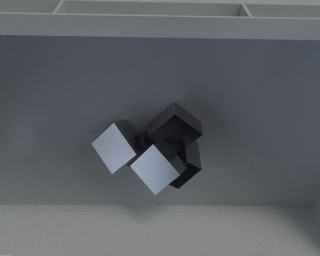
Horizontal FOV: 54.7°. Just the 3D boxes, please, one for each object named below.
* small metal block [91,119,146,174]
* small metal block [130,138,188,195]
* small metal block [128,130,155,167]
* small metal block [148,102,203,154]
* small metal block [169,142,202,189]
[{"bbox_3d":[-0.055,0.025,0.411,0.050,0.025,0.050,-40,82,28],"label":"small metal block"},{"bbox_3d":[-0.002,0.050,0.401,0.050,0.025,0.050,49,121,5],"label":"small metal block"},{"bbox_3d":[-0.019,0.038,0.439,0.050,0.025,0.050,35,122,-26],"label":"small metal block"},{"bbox_3d":[0.020,0.002,0.409,0.050,0.025,0.050,35,122,-26],"label":"small metal block"},{"bbox_3d":[0.030,0.048,0.432,0.025,0.050,0.050,29,124,-22],"label":"small metal block"}]
